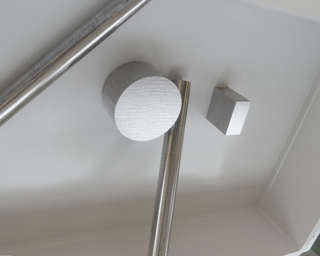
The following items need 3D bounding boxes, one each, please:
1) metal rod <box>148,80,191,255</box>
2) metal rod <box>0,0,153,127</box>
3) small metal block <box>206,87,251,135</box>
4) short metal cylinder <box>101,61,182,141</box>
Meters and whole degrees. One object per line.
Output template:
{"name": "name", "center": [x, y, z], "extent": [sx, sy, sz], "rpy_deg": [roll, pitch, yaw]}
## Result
{"name": "metal rod", "center": [0.007, 0.089, 0.388], "extent": [0.025, 0.025, 0.298], "rpy_deg": [9, 88, -33]}
{"name": "metal rod", "center": [-0.126, -0.046, 0.311], "extent": [0.300, 0.025, 0.025], "rpy_deg": [-40, 130, -1]}
{"name": "small metal block", "center": [0.093, -0.024, 0.431], "extent": [0.025, 0.050, 0.050], "rpy_deg": [-3, 120, -27]}
{"name": "short metal cylinder", "center": [-0.022, -0.032, 0.362], "extent": [0.081, 0.050, 0.079], "rpy_deg": [-14, 124, -21]}
